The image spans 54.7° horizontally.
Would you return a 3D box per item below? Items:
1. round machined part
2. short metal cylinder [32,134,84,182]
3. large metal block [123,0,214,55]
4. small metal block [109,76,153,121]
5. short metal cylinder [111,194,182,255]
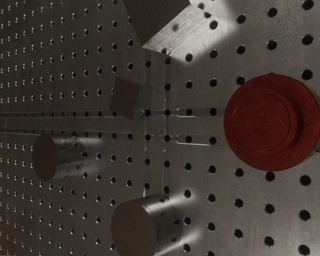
[{"bbox_3d":[0.107,-0.005,0.309,0.098,0.042,0.097,0,90,39],"label":"round machined part"},{"bbox_3d":[-0.177,0.049,0.536,0.080,0.050,0.079,0,90,39],"label":"short metal cylinder"},{"bbox_3d":[0.008,-0.152,0.385,0.080,0.050,0.080,-33,70,35],"label":"large metal block"},{"bbox_3d":[-0.042,-0.042,0.442,0.050,0.025,0.050,24,105,37],"label":"small metal block"},{"bbox_3d":[-0.019,0.132,0.406,0.080,0.050,0.079,0,90,40],"label":"short metal cylinder"}]
